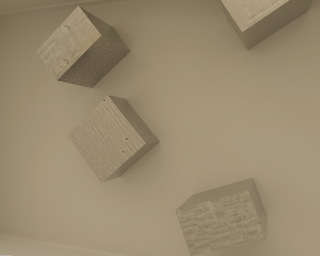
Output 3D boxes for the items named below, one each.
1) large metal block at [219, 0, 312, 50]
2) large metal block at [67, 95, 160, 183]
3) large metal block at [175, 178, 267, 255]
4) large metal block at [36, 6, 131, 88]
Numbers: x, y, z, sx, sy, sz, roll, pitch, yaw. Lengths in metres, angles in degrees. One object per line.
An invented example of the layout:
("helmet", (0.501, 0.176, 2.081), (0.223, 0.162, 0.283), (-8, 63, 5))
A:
("large metal block", (0.116, -0.138, 0.340), (0.080, 0.080, 0.050), (-32, 80, 17))
("large metal block", (-0.062, 0.014, 0.418), (0.080, 0.050, 0.080), (-42, 77, 15))
("large metal block", (0.074, 0.098, 0.355), (0.080, 0.080, 0.050), (-21, 83, 18))
("large metal block", (-0.099, -0.103, 0.415), (0.080, 0.080, 0.050), (-40, 78, 15))
